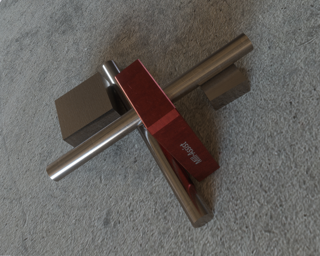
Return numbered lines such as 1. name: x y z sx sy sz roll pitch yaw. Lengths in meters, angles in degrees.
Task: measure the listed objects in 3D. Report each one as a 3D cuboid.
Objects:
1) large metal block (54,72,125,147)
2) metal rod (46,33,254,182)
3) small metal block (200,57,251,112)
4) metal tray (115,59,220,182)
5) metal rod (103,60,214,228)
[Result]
1. large metal block: -0.099 -0.022 0.451 0.080 0.050 0.080 -32 52 7
2. metal rod: -0.017 -0.023 0.394 0.300 0.025 0.025 -34 52 5
3. small metal block: 0.079 -0.057 0.398 0.050 0.025 0.050 -31 52 8
4. metal tray: 0.011 -0.004 0.332 0.030 0.130 0.090 -37 51 4
5. metal rod: -0.018 -0.002 0.415 0.025 0.025 0.300 -36 51 4
